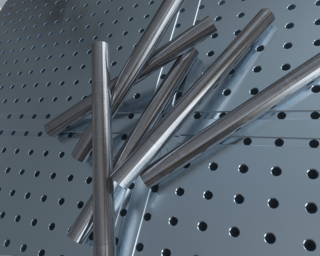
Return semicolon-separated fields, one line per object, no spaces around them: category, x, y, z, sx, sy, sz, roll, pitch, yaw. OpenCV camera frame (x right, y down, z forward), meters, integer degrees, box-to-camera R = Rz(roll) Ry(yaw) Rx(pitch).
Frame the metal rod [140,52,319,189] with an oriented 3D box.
metal rod;0.106;-0.020;0.365;0.300;0.025;0.025;-34;51;6

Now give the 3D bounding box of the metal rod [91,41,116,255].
metal rod;-0.072;0.027;0.387;0.025;0.025;0.299;-12;70;21

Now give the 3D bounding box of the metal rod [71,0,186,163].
metal rod;-0.036;-0.082;0.425;0.025;0.025;0.299;39;100;39

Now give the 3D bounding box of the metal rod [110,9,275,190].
metal rod;0.049;-0.045;0.394;0.025;0.025;0.300;32;74;38

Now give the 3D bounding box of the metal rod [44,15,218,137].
metal rod;-0.053;-0.068;0.459;0.300;0.025;0.025;-30;52;16

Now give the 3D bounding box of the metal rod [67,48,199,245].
metal rod;-0.029;0.012;0.417;0.025;0.025;0.300;20;72;36
